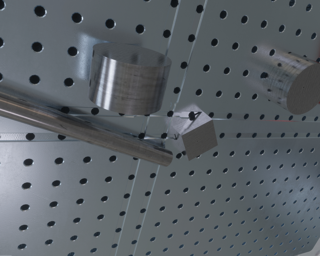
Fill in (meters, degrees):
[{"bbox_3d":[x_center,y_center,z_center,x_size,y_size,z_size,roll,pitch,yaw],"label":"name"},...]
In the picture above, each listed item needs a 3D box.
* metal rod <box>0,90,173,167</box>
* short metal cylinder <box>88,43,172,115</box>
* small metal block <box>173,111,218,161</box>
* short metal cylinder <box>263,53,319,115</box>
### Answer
[{"bbox_3d":[-0.103,-0.002,0.353,0.302,0.025,0.025,22,107,-36],"label":"metal rod"},{"bbox_3d":[-0.032,-0.054,0.325,0.081,0.080,0.050,-2,119,-28],"label":"short metal cylinder"},{"bbox_3d":[0.052,0.012,0.447,0.050,0.025,0.050,-27,128,-11],"label":"small metal block"},{"bbox_3d":[0.204,-0.067,0.465,0.081,0.050,0.079,-14,124,-21],"label":"short metal cylinder"}]
